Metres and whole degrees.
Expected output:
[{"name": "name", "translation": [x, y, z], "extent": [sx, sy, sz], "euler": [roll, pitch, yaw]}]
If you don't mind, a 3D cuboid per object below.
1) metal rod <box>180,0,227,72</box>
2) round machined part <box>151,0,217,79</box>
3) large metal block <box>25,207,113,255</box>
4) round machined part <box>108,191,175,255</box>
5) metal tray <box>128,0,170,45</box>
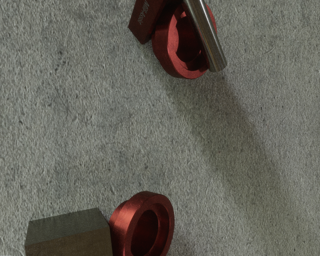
[{"name": "metal rod", "translation": [0.013, -0.179, 0.314], "extent": [0.025, 0.025, 0.299], "euler": [-45, 131, -14]}, {"name": "round machined part", "translation": [0.028, -0.113, 0.396], "extent": [0.099, 0.042, 0.097], "euler": [-15, 112, -44]}, {"name": "large metal block", "translation": [-0.101, 0.130, 0.343], "extent": [0.081, 0.080, 0.050], "euler": [-7, 93, -20]}, {"name": "round machined part", "translation": [-0.026, 0.125, 0.375], "extent": [0.099, 0.042, 0.097], "euler": [-11, 104, -54]}, {"name": "metal tray", "translation": [0.015, -0.155, 0.357], "extent": [0.090, 0.130, 0.030], "euler": [-39, 93, -16]}]
